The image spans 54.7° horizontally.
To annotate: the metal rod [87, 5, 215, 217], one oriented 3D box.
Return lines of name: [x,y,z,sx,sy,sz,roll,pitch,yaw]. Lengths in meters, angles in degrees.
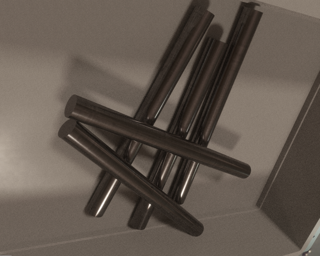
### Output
metal rod: [-0.019,-0.009,0.393,0.025,0.025,0.298,18,109,-36]

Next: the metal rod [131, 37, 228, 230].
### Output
metal rod: [0.019,0.021,0.434,0.025,0.025,0.298,9,114,-33]

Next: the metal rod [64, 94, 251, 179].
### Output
metal rod: [0.022,0.023,0.402,0.302,0.025,0.025,22,106,-37]

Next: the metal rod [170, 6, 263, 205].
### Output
metal rod: [0.071,-0.016,0.439,0.025,0.025,0.298,5,116,-31]

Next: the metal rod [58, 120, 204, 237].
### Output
metal rod: [-0.018,0.084,0.418,0.025,0.025,0.300,-43,130,1]
